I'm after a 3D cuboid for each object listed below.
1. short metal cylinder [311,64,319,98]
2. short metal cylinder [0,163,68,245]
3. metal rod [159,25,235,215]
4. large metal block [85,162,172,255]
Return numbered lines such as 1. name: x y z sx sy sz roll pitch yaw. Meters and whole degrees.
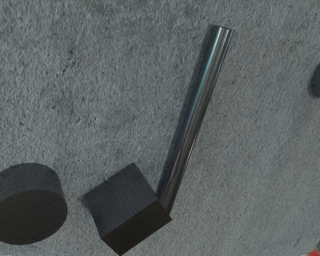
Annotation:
1. short metal cylinder: 0.297 -0.078 0.505 0.081 0.050 0.079 -14 124 -21
2. short metal cylinder: -0.154 0.088 0.361 0.081 0.050 0.079 -14 124 -21
3. metal rod: 0.040 0.010 0.434 0.025 0.025 0.298 2 118 -29
4. large metal block: -0.043 0.105 0.413 0.080 0.080 0.050 -33 129 -6
